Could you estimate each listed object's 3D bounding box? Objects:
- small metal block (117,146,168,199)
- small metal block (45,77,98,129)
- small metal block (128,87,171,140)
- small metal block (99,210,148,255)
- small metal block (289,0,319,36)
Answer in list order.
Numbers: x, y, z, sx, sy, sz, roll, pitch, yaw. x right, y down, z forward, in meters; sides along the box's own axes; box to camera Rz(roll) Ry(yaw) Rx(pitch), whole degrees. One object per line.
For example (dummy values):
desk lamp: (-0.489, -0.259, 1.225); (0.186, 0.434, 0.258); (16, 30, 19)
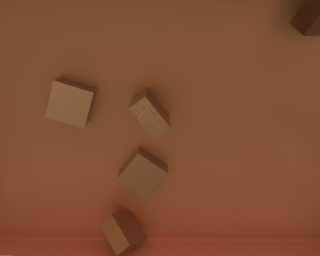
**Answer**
small metal block: (-0.024, 0.062, 0.434); (0.050, 0.025, 0.050); (36, 106, -12)
small metal block: (-0.113, -0.033, 0.398); (0.050, 0.025, 0.050); (17, 109, -6)
small metal block: (-0.012, -0.020, 0.391); (0.025, 0.050, 0.050); (-35, 107, 12)
small metal block: (-0.051, 0.147, 0.441); (0.025, 0.050, 0.050); (-44, 65, 14)
small metal block: (0.181, -0.131, 0.342); (0.050, 0.025, 0.050); (-11, 144, -31)
